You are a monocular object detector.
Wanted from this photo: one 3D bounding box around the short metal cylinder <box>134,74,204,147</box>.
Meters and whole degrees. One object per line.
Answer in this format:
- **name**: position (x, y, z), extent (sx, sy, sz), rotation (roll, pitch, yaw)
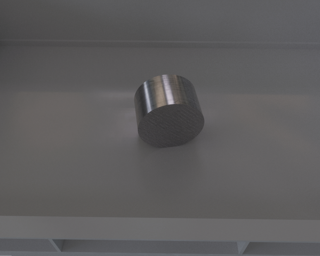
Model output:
- **short metal cylinder**: position (0.010, -0.020, 0.386), extent (0.080, 0.080, 0.050), rotation (-6, 50, -5)
